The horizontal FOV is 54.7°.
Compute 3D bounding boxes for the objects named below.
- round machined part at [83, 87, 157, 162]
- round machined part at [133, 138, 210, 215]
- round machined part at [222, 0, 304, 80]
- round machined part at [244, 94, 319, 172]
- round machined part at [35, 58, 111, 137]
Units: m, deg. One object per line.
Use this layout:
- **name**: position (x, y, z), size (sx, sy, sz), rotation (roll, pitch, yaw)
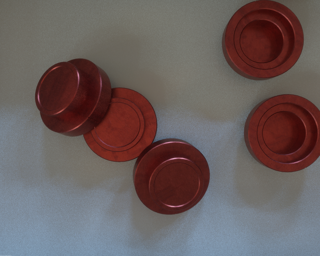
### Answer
- **round machined part**: position (-0.053, -0.004, 0.402), size (0.099, 0.042, 0.097), rotation (0, 90, -1)
- **round machined part**: position (0.017, 0.065, 0.392), size (0.099, 0.042, 0.097), rotation (-2, 100, -11)
- **round machined part**: position (0.130, -0.111, 0.405), size (0.099, 0.042, 0.097), rotation (0, 90, -1)
- **round machined part**: position (0.159, 0.007, 0.405), size (0.099, 0.042, 0.097), rotation (0, 90, -1)
- **round machined part**: position (-0.112, -0.041, 0.379), size (0.098, 0.042, 0.098), rotation (-9, 70, 25)
